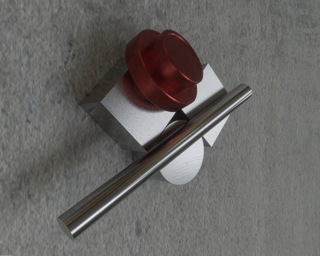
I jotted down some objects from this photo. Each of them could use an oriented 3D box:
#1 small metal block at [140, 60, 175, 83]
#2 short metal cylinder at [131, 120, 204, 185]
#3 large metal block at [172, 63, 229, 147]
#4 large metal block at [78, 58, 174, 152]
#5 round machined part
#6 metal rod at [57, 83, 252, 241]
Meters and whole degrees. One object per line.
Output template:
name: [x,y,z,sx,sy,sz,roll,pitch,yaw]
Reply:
small metal block: [0.002,-0.069,0.408,0.050,0.025,0.050,50,60,-29]
short metal cylinder: [0.011,0.030,0.400,0.081,0.050,0.079,0,90,-40]
large metal block: [0.051,-0.031,0.435,0.080,0.050,0.080,49,61,-29]
large metal block: [-0.032,-0.029,0.363,0.080,0.050,0.080,50,60,-29]
round machined part: [0.012,-0.070,0.349,0.098,0.042,0.098,32,42,-34]
metal rod: [0.019,0.018,0.358,0.302,0.025,0.025,-35,112,-35]
